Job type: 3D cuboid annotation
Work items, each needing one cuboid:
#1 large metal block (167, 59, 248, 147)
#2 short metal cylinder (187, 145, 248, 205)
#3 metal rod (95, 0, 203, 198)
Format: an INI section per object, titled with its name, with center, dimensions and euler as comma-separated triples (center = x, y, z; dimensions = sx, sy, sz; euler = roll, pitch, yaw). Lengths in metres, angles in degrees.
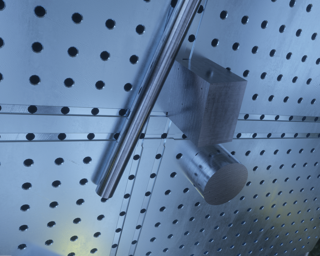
[large metal block]
center = 0.054, -0.034, 0.384
dimensions = 0.050, 0.080, 0.079
euler = -7, 122, -25
[short metal cylinder]
center = 0.090, 0.075, 0.490
dimensions = 0.081, 0.050, 0.079
euler = -14, 124, -21
[metal rod]
center = -0.015, -0.040, 0.377
dimensions = 0.025, 0.025, 0.298
euler = 13, 112, -34
